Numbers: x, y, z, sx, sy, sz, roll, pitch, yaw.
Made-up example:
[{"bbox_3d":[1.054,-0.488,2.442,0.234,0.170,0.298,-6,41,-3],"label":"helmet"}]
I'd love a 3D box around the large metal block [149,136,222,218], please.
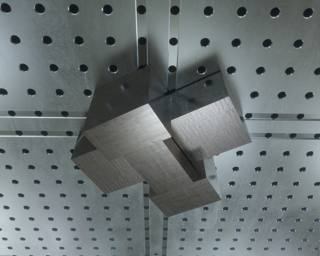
[{"bbox_3d":[0.033,0.066,0.432,0.080,0.080,0.050,-23,126,17],"label":"large metal block"}]

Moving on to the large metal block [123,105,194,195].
[{"bbox_3d":[0.000,0.024,0.395,0.050,0.080,0.080,-23,127,18],"label":"large metal block"}]

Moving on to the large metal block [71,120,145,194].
[{"bbox_3d":[-0.060,0.038,0.428,0.080,0.050,0.080,-21,127,17],"label":"large metal block"}]

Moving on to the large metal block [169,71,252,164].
[{"bbox_3d":[0.057,-0.010,0.386,0.080,0.050,0.080,-23,129,18],"label":"large metal block"}]

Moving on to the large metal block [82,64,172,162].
[{"bbox_3d":[-0.035,-0.018,0.359,0.080,0.080,0.050,-22,126,18],"label":"large metal block"}]
